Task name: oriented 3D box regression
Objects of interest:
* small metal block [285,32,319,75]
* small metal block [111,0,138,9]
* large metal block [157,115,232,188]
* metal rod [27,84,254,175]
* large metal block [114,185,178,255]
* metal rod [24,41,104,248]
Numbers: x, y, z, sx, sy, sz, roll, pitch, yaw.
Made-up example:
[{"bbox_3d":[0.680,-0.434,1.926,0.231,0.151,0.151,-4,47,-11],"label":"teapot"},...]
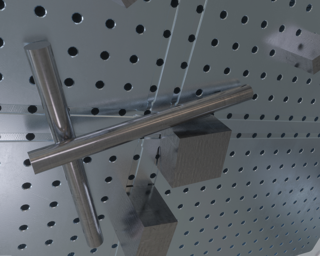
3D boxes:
[{"bbox_3d":[0.221,-0.109,0.448,0.050,0.050,0.025,-34,129,-6],"label":"small metal block"},{"bbox_3d":[-0.043,-0.143,0.283,0.025,0.050,0.050,-40,129,-1],"label":"small metal block"},{"bbox_3d":[0.046,0.031,0.439,0.081,0.050,0.079,-8,122,-24],"label":"large metal block"},{"bbox_3d":[-0.004,-0.007,0.384,0.302,0.025,0.025,-19,126,-25],"label":"metal rod"},{"bbox_3d":[-0.024,0.141,0.450,0.050,0.080,0.079,1,118,-29],"label":"large metal block"},{"bbox_3d":[-0.107,0.045,0.379,0.025,0.025,0.298,-18,126,-18],"label":"metal rod"}]
